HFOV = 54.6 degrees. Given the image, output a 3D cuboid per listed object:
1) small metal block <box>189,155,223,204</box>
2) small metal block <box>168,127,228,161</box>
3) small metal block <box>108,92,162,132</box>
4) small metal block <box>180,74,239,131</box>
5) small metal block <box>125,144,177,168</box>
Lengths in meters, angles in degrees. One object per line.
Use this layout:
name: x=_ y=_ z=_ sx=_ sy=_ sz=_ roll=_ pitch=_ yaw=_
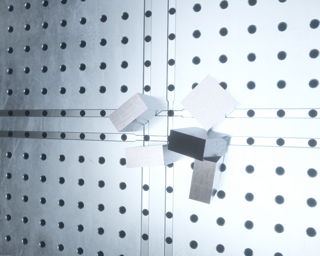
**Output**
small metal block: x=0.057 y=0.057 z=0.376 sx=0.025 sy=0.050 sz=0.050 roll=11 pitch=102 yaw=19
small metal block: x=0.046 y=0.018 z=0.375 sx=0.050 sy=0.050 sz=0.025 roll=16 pitch=104 yaw=38
small metal block: x=-0.032 y=-0.019 z=0.411 sx=0.050 sy=0.050 sz=0.025 roll=-38 pitch=78 yaw=16
small metal block: x=0.063 y=-0.031 z=0.391 sx=0.050 sy=0.025 sz=0.050 roll=-45 pitch=76 yaw=14
small metal block: x=-0.011 y=0.035 z=0.404 sx=0.050 sy=0.050 sz=0.025 roll=-6 pitch=88 yaw=20
